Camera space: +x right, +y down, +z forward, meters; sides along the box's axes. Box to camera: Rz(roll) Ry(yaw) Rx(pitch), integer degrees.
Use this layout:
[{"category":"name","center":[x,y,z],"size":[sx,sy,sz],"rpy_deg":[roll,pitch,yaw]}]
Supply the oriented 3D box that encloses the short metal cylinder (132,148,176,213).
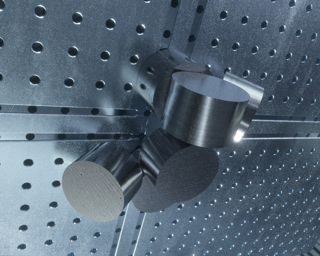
[{"category":"short metal cylinder","center":[-0.010,0.071,0.432],"size":[0.081,0.050,0.079],"rpy_deg":[-14,125,-21]}]

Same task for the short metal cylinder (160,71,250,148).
[{"category":"short metal cylinder","center":[0.045,-0.021,0.321],"size":[0.081,0.080,0.050],"rpy_deg":[0,118,-29]}]

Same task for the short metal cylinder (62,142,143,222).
[{"category":"short metal cylinder","center":[-0.068,0.064,0.371],"size":[0.050,0.080,0.079],"rpy_deg":[-46,152,-60]}]

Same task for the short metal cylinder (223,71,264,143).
[{"category":"short metal cylinder","center":[0.091,-0.027,0.400],"size":[0.050,0.080,0.079],"rpy_deg":[26,109,5]}]

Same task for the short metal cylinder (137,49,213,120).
[{"category":"short metal cylinder","center":[0.019,-0.049,0.374],"size":[0.081,0.050,0.079],"rpy_deg":[-14,125,-21]}]

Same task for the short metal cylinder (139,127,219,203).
[{"category":"short metal cylinder","center":[0.022,0.041,0.366],"size":[0.081,0.050,0.079],"rpy_deg":[-14,124,-21]}]
